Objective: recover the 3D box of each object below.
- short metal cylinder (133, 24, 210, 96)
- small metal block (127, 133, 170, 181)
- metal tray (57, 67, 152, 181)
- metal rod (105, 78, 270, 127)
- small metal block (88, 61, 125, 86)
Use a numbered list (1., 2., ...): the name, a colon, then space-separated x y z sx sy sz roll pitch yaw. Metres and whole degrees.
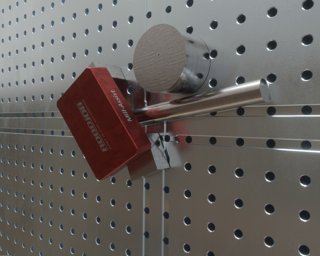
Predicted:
1. short metal cylinder: 0.013 -0.081 0.379 0.080 0.050 0.079 0 90 39
2. small metal block: -0.021 0.040 0.423 0.050 0.025 0.050 -29 72 36
3. metal tray: -0.079 -0.006 0.418 0.090 0.030 0.130 -37 79 34
4. metal rod: -0.007 -0.019 0.413 0.300 0.025 0.025 -10 84 39
5. small metal block: -0.090 -0.071 0.464 0.050 0.050 0.025 -39 67 33
